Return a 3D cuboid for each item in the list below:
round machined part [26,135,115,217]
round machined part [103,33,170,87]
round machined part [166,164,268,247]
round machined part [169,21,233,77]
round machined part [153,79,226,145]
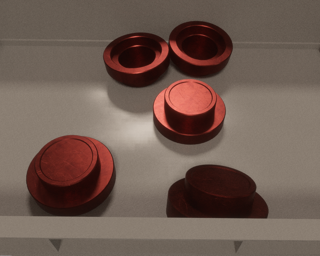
[{"bbox_3d":[-0.102,0.047,0.354,0.099,0.042,0.098,0,50,0],"label":"round machined part"},{"bbox_3d":[-0.034,-0.100,0.474,0.099,0.042,0.098,-3,51,3],"label":"round machined part"},{"bbox_3d":[0.057,0.069,0.308,0.099,0.042,0.098,5,17,-1],"label":"round machined part"},{"bbox_3d":[0.061,-0.120,0.490,0.099,0.042,0.098,2,58,-4],"label":"round machined part"},{"bbox_3d":[0.040,-0.029,0.419,0.099,0.042,0.098,0,50,0],"label":"round machined part"}]
